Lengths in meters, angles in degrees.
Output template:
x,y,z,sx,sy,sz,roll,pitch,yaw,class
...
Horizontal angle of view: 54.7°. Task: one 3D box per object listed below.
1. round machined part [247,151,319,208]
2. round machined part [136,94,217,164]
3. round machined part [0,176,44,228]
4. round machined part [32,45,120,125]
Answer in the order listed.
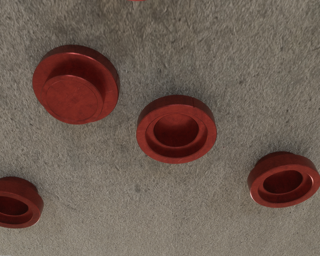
x,y,z,sx,sy,sz,roll,pitch,yaw,class
0.179,0.072,0.459,0.099,0.042,0.097,0,130,0,round machined part
0.020,-0.003,0.394,0.099,0.042,0.097,0,130,0,round machined part
-0.235,0.114,0.491,0.099,0.042,0.097,0,130,0,round machined part
-0.097,-0.042,0.359,0.099,0.042,0.097,0,130,0,round machined part
